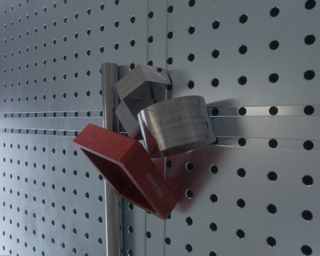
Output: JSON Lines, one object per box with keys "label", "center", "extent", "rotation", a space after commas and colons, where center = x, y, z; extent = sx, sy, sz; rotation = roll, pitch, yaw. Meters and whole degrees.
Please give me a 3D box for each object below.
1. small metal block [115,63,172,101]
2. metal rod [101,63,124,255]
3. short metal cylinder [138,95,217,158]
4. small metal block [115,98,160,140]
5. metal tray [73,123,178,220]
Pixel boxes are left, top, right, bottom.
{"label": "small metal block", "center": [-0.022, -0.058, 0.411], "extent": [0.050, 0.050, 0.025], "rotation": [-32, 70, 35]}
{"label": "metal rod", "center": [-0.072, 0.052, 0.469], "extent": [0.025, 0.025, 0.298], "rotation": [-3, 88, 40]}
{"label": "short metal cylinder", "center": [0.019, 0.001, 0.358], "extent": [0.080, 0.081, 0.050], "rotation": [-23, 76, 38]}
{"label": "small metal block", "center": [-0.024, -0.012, 0.411], "extent": [0.050, 0.050, 0.025], "rotation": [56, 130, 25]}
{"label": "metal tray", "center": [-0.039, 0.056, 0.382], "extent": [0.090, 0.130, 0.030], "rotation": [17, 58, 38]}
